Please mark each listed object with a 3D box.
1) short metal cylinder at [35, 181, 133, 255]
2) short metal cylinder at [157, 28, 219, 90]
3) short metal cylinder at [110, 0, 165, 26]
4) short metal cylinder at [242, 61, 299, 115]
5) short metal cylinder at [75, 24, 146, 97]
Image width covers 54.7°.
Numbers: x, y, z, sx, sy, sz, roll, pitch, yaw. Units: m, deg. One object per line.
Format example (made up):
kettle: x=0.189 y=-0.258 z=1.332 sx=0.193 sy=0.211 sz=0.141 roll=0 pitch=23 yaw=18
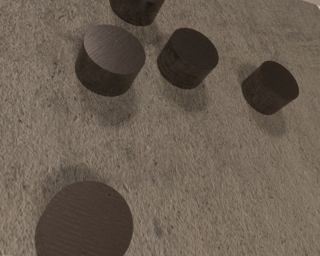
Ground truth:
short metal cylinder: x=-0.072 y=0.096 z=0.291 sx=0.081 sy=0.050 sz=0.080 roll=14 pitch=56 yaw=-21
short metal cylinder: x=0.043 y=-0.107 z=0.478 sx=0.081 sy=0.050 sz=0.080 roll=14 pitch=56 yaw=-21
short metal cylinder: x=-0.035 y=-0.213 z=0.500 sx=0.081 sy=0.050 sz=0.080 roll=14 pitch=56 yaw=-21
short metal cylinder: x=0.190 y=-0.069 z=0.535 sx=0.081 sy=0.050 sz=0.080 roll=14 pitch=56 yaw=-21
short metal cylinder: x=-0.066 y=-0.088 z=0.407 sx=0.081 sy=0.050 sz=0.080 roll=14 pitch=56 yaw=-21
